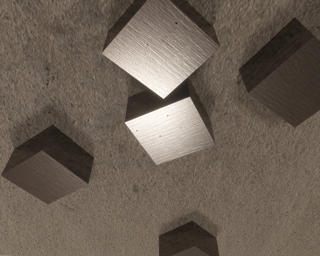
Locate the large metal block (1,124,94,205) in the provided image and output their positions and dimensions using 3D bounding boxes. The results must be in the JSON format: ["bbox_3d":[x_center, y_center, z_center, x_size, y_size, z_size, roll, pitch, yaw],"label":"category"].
[{"bbox_3d":[-0.154,0.053,0.434,0.080,0.050,0.080,-29,125,22],"label":"large metal block"}]

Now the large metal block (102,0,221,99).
[{"bbox_3d":[0.001,-0.090,0.314,0.080,0.050,0.080,34,122,-26],"label":"large metal block"}]

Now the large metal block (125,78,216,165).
[{"bbox_3d":[0.014,-0.009,0.384,0.080,0.050,0.080,-21,127,16],"label":"large metal block"}]

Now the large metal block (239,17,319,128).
[{"bbox_3d":[0.150,-0.059,0.343,0.080,0.050,0.080,30,124,-24],"label":"large metal block"}]

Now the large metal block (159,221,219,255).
[{"bbox_3d":[0.055,0.229,0.587,0.080,0.050,0.080,-33,123,24],"label":"large metal block"}]
